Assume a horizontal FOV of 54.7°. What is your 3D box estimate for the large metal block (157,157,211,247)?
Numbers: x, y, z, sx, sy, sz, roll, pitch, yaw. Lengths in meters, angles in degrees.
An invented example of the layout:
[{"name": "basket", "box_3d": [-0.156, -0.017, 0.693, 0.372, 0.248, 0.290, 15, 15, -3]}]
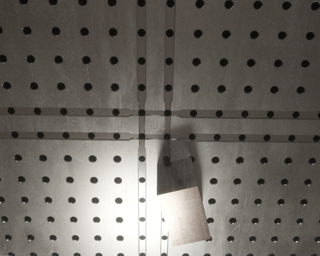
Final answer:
[{"name": "large metal block", "box_3d": [0.031, 0.097, 0.420, 0.050, 0.080, 0.080, -14, 110, 5]}]
